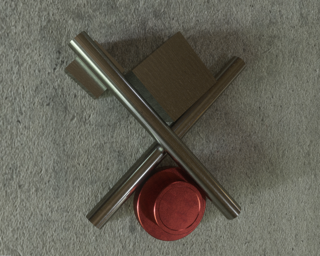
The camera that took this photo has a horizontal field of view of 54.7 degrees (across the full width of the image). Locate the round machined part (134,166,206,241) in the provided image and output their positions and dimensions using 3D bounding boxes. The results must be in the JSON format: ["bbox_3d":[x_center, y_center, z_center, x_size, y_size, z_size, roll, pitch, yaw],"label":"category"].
[{"bbox_3d":[0.018,0.101,0.409,0.099,0.042,0.097,0,90,-21],"label":"round machined part"}]

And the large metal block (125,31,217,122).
[{"bbox_3d":[0.012,-0.064,0.403,0.080,0.050,0.080,-44,104,-15],"label":"large metal block"}]

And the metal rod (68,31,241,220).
[{"bbox_3d":[0.003,0.007,0.385,0.025,0.025,0.300,-46,105,-14],"label":"metal rod"}]

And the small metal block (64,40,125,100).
[{"bbox_3d":[-0.081,-0.071,0.382,0.050,0.025,0.050,45,76,-15],"label":"small metal block"}]

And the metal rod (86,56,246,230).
[{"bbox_3d":[0.017,0.010,0.419,0.025,0.025,0.301,47,75,-15],"label":"metal rod"}]
